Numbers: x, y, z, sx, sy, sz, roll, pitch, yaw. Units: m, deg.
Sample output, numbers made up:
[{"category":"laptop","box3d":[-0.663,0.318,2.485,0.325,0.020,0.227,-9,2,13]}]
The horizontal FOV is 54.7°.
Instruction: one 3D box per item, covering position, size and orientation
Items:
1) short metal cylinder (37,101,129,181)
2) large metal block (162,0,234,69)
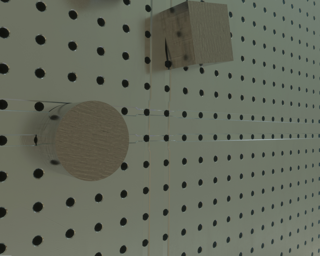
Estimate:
[{"category":"short metal cylinder","box3d":[-0.080,0.013,0.326,0.081,0.050,0.079,0,90,-40]},{"category":"large metal block","box3d":[0.055,-0.129,0.438,0.081,0.050,0.079,-14,99,-39]}]
